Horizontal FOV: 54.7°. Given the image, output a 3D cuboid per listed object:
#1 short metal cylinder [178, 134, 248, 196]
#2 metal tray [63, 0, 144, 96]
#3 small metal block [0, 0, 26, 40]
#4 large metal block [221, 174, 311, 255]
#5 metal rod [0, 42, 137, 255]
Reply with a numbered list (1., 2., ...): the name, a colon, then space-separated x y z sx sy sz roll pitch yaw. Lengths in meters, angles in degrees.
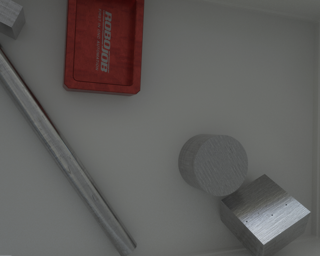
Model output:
1. short metal cylinder: 0.072 0.049 0.425 0.081 0.050 0.079 0 90 -21
2. metal tray: -0.069 -0.108 0.382 0.091 0.030 0.129 3 89 -21
3. small metal block: -0.176 -0.124 0.332 0.050 0.050 0.025 26 82 -19
4. large metal block: 0.142 0.123 0.428 0.081 0.080 0.050 -25 132 -19
5. metal rod: -0.116 0.030 0.368 0.025 0.025 0.299 -35 102 -17
